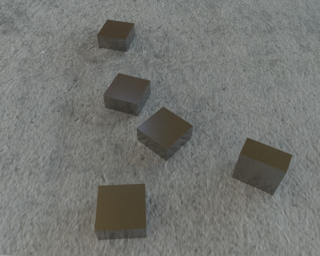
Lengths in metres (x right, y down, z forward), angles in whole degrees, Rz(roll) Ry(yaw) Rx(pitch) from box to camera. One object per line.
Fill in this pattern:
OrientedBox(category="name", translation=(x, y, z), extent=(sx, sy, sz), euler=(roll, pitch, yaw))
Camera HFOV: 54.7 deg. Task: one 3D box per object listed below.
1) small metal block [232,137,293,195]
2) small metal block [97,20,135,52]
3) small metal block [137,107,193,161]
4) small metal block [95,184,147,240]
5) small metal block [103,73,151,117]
OrientedBox(category="small metal block", translation=(0.114, 0.044, 0.352), extent=(0.050, 0.050, 0.025), euler=(23, 54, 17))
OrientedBox(category="small metal block", translation=(-0.075, -0.161, 0.537), extent=(0.050, 0.025, 0.050), euler=(11, 51, 8))
OrientedBox(category="small metal block", translation=(0.006, 0.006, 0.398), extent=(0.050, 0.025, 0.050), euler=(35, 58, 25))
OrientedBox(category="small metal block", translation=(-0.040, 0.088, 0.329), extent=(0.050, 0.025, 0.050), euler=(-2, 50, -2))
OrientedBox(category="small metal block", translation=(-0.046, -0.048, 0.443), extent=(0.050, 0.025, 0.050), euler=(16, 52, 12))
